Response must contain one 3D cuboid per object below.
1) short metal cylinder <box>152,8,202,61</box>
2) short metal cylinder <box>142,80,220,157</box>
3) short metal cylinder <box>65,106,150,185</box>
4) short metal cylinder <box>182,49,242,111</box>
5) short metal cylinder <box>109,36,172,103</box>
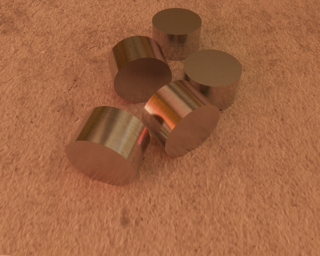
[{"bbox_3d":[0.027,-0.158,0.520,0.081,0.050,0.080,0,50,0],"label":"short metal cylinder"},{"bbox_3d":[0.025,-0.011,0.377,0.081,0.080,0.050,-27,55,-21],"label":"short metal cylinder"},{"bbox_3d":[-0.057,0.021,0.349,0.080,0.080,0.050,13,51,10],"label":"short metal cylinder"},{"bbox_3d":[0.073,-0.068,0.445,0.081,0.050,0.080,0,50,0],"label":"short metal cylinder"},{"bbox_3d":[-0.029,-0.081,0.435,0.081,0.080,0.050,-11,51,-9],"label":"short metal cylinder"}]
